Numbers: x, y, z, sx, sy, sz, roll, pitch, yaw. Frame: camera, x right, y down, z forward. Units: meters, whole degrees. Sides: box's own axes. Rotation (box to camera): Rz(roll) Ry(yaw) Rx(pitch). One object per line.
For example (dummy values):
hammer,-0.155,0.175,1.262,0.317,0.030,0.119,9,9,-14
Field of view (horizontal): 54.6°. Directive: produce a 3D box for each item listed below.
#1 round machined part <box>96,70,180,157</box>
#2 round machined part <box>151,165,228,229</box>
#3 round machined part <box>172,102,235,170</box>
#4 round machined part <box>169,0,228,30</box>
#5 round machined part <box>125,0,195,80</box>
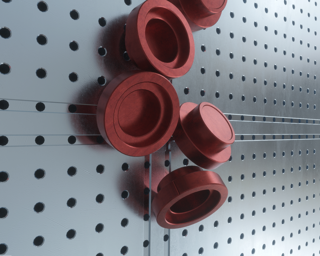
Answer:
round machined part,-0.028,-0.019,0.363,0.099,0.042,0.097,-12,111,-32
round machined part,0.035,0.086,0.404,0.099,0.042,0.097,-15,139,-14
round machined part,0.063,0.003,0.419,0.098,0.042,0.098,30,37,-26
round machined part,0.060,-0.195,0.447,0.099,0.042,0.097,0,90,-40
round machined part,-0.004,-0.106,0.387,0.099,0.042,0.098,10,76,-43
